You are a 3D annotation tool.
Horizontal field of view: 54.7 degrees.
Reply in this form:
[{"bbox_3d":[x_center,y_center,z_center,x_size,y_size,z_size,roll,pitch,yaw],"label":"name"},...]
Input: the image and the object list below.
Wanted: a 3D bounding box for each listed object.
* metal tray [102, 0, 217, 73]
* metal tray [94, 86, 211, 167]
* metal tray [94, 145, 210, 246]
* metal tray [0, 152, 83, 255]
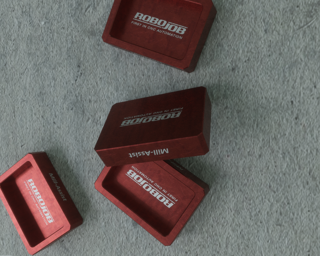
[{"bbox_3d":[-0.003,-0.136,0.407,0.130,0.030,0.089,23,98,18],"label":"metal tray"},{"bbox_3d":[-0.006,-0.002,0.378,0.130,0.090,0.030,-9,130,19],"label":"metal tray"},{"bbox_3d":[-0.013,0.078,0.410,0.130,0.030,0.090,35,101,16],"label":"metal tray"},{"bbox_3d":[-0.187,0.112,0.472,0.090,0.030,0.130,-36,79,16],"label":"metal tray"}]
